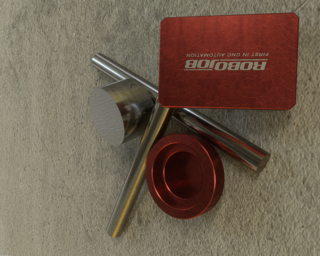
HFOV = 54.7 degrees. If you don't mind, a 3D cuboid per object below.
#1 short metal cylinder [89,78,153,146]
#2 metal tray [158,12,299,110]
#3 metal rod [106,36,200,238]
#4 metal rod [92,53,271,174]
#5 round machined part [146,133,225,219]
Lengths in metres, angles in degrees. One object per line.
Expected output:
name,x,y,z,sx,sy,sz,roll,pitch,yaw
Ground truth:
short metal cylinder,-0.051,-0.022,0.415,0.080,0.050,0.079,29,132,40
metal tray,0.066,-0.064,0.312,0.131,0.030,0.089,2,92,12
metal rod,-0.017,0.030,0.398,0.025,0.025,0.298,40,121,32
metal rod,0.005,-0.035,0.403,0.300,0.025,0.025,35,112,34
round machined part,0.033,0.055,0.368,0.098,0.042,0.097,0,90,40
